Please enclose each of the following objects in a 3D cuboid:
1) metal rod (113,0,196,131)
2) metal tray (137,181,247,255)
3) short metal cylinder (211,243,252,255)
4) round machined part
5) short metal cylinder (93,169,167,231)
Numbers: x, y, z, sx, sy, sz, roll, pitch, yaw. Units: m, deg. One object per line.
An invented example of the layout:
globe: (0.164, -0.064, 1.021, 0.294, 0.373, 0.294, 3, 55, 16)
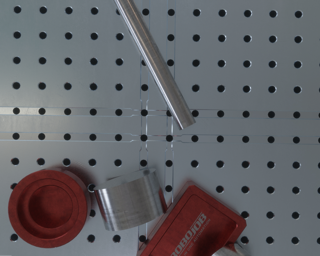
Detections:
metal rod: (-0.031, -0.135, 0.412, 0.025, 0.025, 0.299, -27, 90, 0)
metal tray: (0.040, 0.149, 0.411, 0.090, 0.030, 0.130, 35, 90, 0)
short metal cylinder: (0.092, 0.192, 0.382, 0.081, 0.050, 0.079, -15, 120, -28)
round machined part: (-0.139, 0.100, 0.404, 0.099, 0.042, 0.097, 0, 90, 0)
short metal cylinder: (-0.036, 0.087, 0.386, 0.080, 0.080, 0.050, -17, 90, 0)
